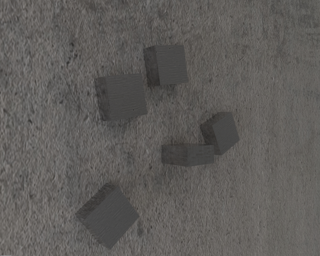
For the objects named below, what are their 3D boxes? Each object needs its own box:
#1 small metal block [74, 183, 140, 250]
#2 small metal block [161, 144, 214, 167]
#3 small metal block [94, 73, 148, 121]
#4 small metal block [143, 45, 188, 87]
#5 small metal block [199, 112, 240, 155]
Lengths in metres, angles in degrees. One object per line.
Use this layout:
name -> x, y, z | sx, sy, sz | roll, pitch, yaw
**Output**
small metal block -> -0.059, 0.100, 0.355 | 0.050, 0.025, 0.050 | -45, 117, -31
small metal block -> 0.037, 0.035, 0.419 | 0.050, 0.050, 0.025 | -1, 91, -40
small metal block -> -0.046, -0.037, 0.366 | 0.050, 0.025, 0.050 | -13, 99, -39
small metal block -> 0.008, -0.082, 0.411 | 0.050, 0.025, 0.050 | -13, 98, -39
small metal block -> 0.094, 0.008, 0.483 | 0.050, 0.025, 0.050 | -33, 110, -35
